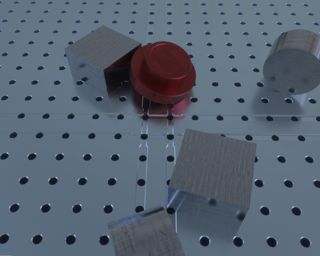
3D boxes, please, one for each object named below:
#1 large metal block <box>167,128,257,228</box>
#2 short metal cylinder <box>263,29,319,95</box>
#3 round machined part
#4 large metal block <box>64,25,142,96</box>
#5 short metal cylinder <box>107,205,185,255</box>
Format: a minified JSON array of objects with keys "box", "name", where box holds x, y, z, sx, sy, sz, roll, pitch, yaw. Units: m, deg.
[{"box":[0.058,0.054,0.346,0.080,0.050,0.080,13,51,10],"name":"large metal block"},{"box":[0.198,-0.095,0.453,0.080,0.080,0.050,20,53,16],"name":"short metal cylinder"},{"box":[0.007,-0.087,0.451,0.099,0.042,0.098,8,60,-14],"name":"round machined part"},{"box":[-0.084,-0.106,0.480,0.080,0.050,0.080,31,57,23],"name":"large metal block"},{"box":[-0.011,0.115,0.275,0.050,0.080,0.080,-16,52,-13],"name":"short metal cylinder"}]
